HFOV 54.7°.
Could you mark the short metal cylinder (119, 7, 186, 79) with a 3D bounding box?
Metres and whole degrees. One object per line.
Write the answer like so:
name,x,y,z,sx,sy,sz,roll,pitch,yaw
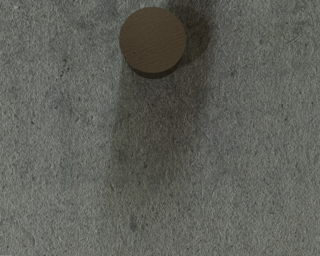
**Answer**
short metal cylinder,-0.009,-0.106,0.397,0.081,0.050,0.080,0,90,0
